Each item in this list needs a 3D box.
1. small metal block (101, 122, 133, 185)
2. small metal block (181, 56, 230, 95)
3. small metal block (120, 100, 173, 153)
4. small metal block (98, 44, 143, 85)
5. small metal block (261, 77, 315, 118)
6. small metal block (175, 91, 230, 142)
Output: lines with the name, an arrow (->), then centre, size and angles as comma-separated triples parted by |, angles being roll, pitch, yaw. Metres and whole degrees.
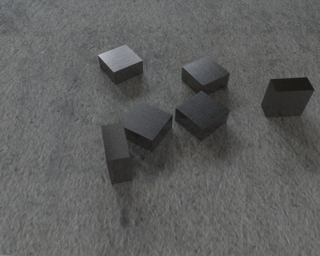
small metal block -> -0.050, 0.030, 0.361 | 0.025, 0.050, 0.050 | -10, 51, -8
small metal block -> 0.068, -0.078, 0.470 | 0.050, 0.025, 0.050 | -27, 55, -21
small metal block -> -0.018, -0.003, 0.406 | 0.050, 0.025, 0.050 | 25, 54, 19
small metal block -> -0.062, -0.100, 0.487 | 0.050, 0.025, 0.050 | -28, 56, -22
small metal block -> 0.173, -0.041, 0.424 | 0.050, 0.050, 0.025 | -3, 50, -3
small metal block -> 0.056, -0.017, 0.418 | 0.050, 0.025, 0.050 | -35, 58, -26
